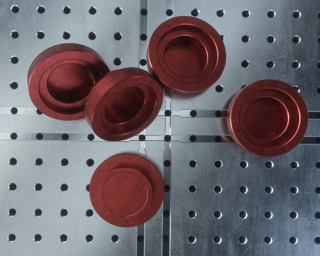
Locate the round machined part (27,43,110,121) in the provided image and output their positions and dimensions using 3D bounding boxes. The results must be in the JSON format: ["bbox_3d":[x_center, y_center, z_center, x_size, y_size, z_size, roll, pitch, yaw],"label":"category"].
[{"bbox_3d":[-0.112,-0.060,0.386,0.099,0.042,0.097,-15,132,-17],"label":"round machined part"}]

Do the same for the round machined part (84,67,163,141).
[{"bbox_3d":[-0.048,-0.034,0.386,0.098,0.098,0.042,-42,55,0],"label":"round machined part"}]

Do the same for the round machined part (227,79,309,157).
[{"bbox_3d":[0.137,-0.012,0.407,0.099,0.042,0.097,0,90,-1],"label":"round machined part"}]

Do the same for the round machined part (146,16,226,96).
[{"bbox_3d":[0.031,-0.089,0.400,0.099,0.042,0.097,1,83,-9],"label":"round machined part"}]

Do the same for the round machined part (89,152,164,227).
[{"bbox_3d":[-0.044,0.082,0.404,0.099,0.042,0.097,0,90,-1],"label":"round machined part"}]
